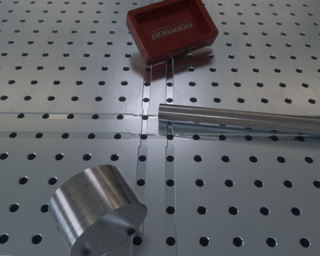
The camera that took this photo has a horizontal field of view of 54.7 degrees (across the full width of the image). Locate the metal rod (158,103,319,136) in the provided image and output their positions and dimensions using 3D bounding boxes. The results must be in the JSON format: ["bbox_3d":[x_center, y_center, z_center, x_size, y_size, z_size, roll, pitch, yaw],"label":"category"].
[{"bbox_3d":[0.149,-0.007,0.414,0.302,0.025,0.025,5,50,4],"label":"metal rod"}]

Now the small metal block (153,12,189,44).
[{"bbox_3d":[0.019,-0.182,0.561,0.050,0.025,0.050,-16,52,-13],"label":"small metal block"}]

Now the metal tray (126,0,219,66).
[{"bbox_3d":[0.020,-0.167,0.517,0.131,0.030,0.090,-22,79,-15],"label":"metal tray"}]

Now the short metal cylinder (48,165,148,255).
[{"bbox_3d":[-0.060,0.082,0.302,0.081,0.080,0.050,-28,56,-22],"label":"short metal cylinder"}]
